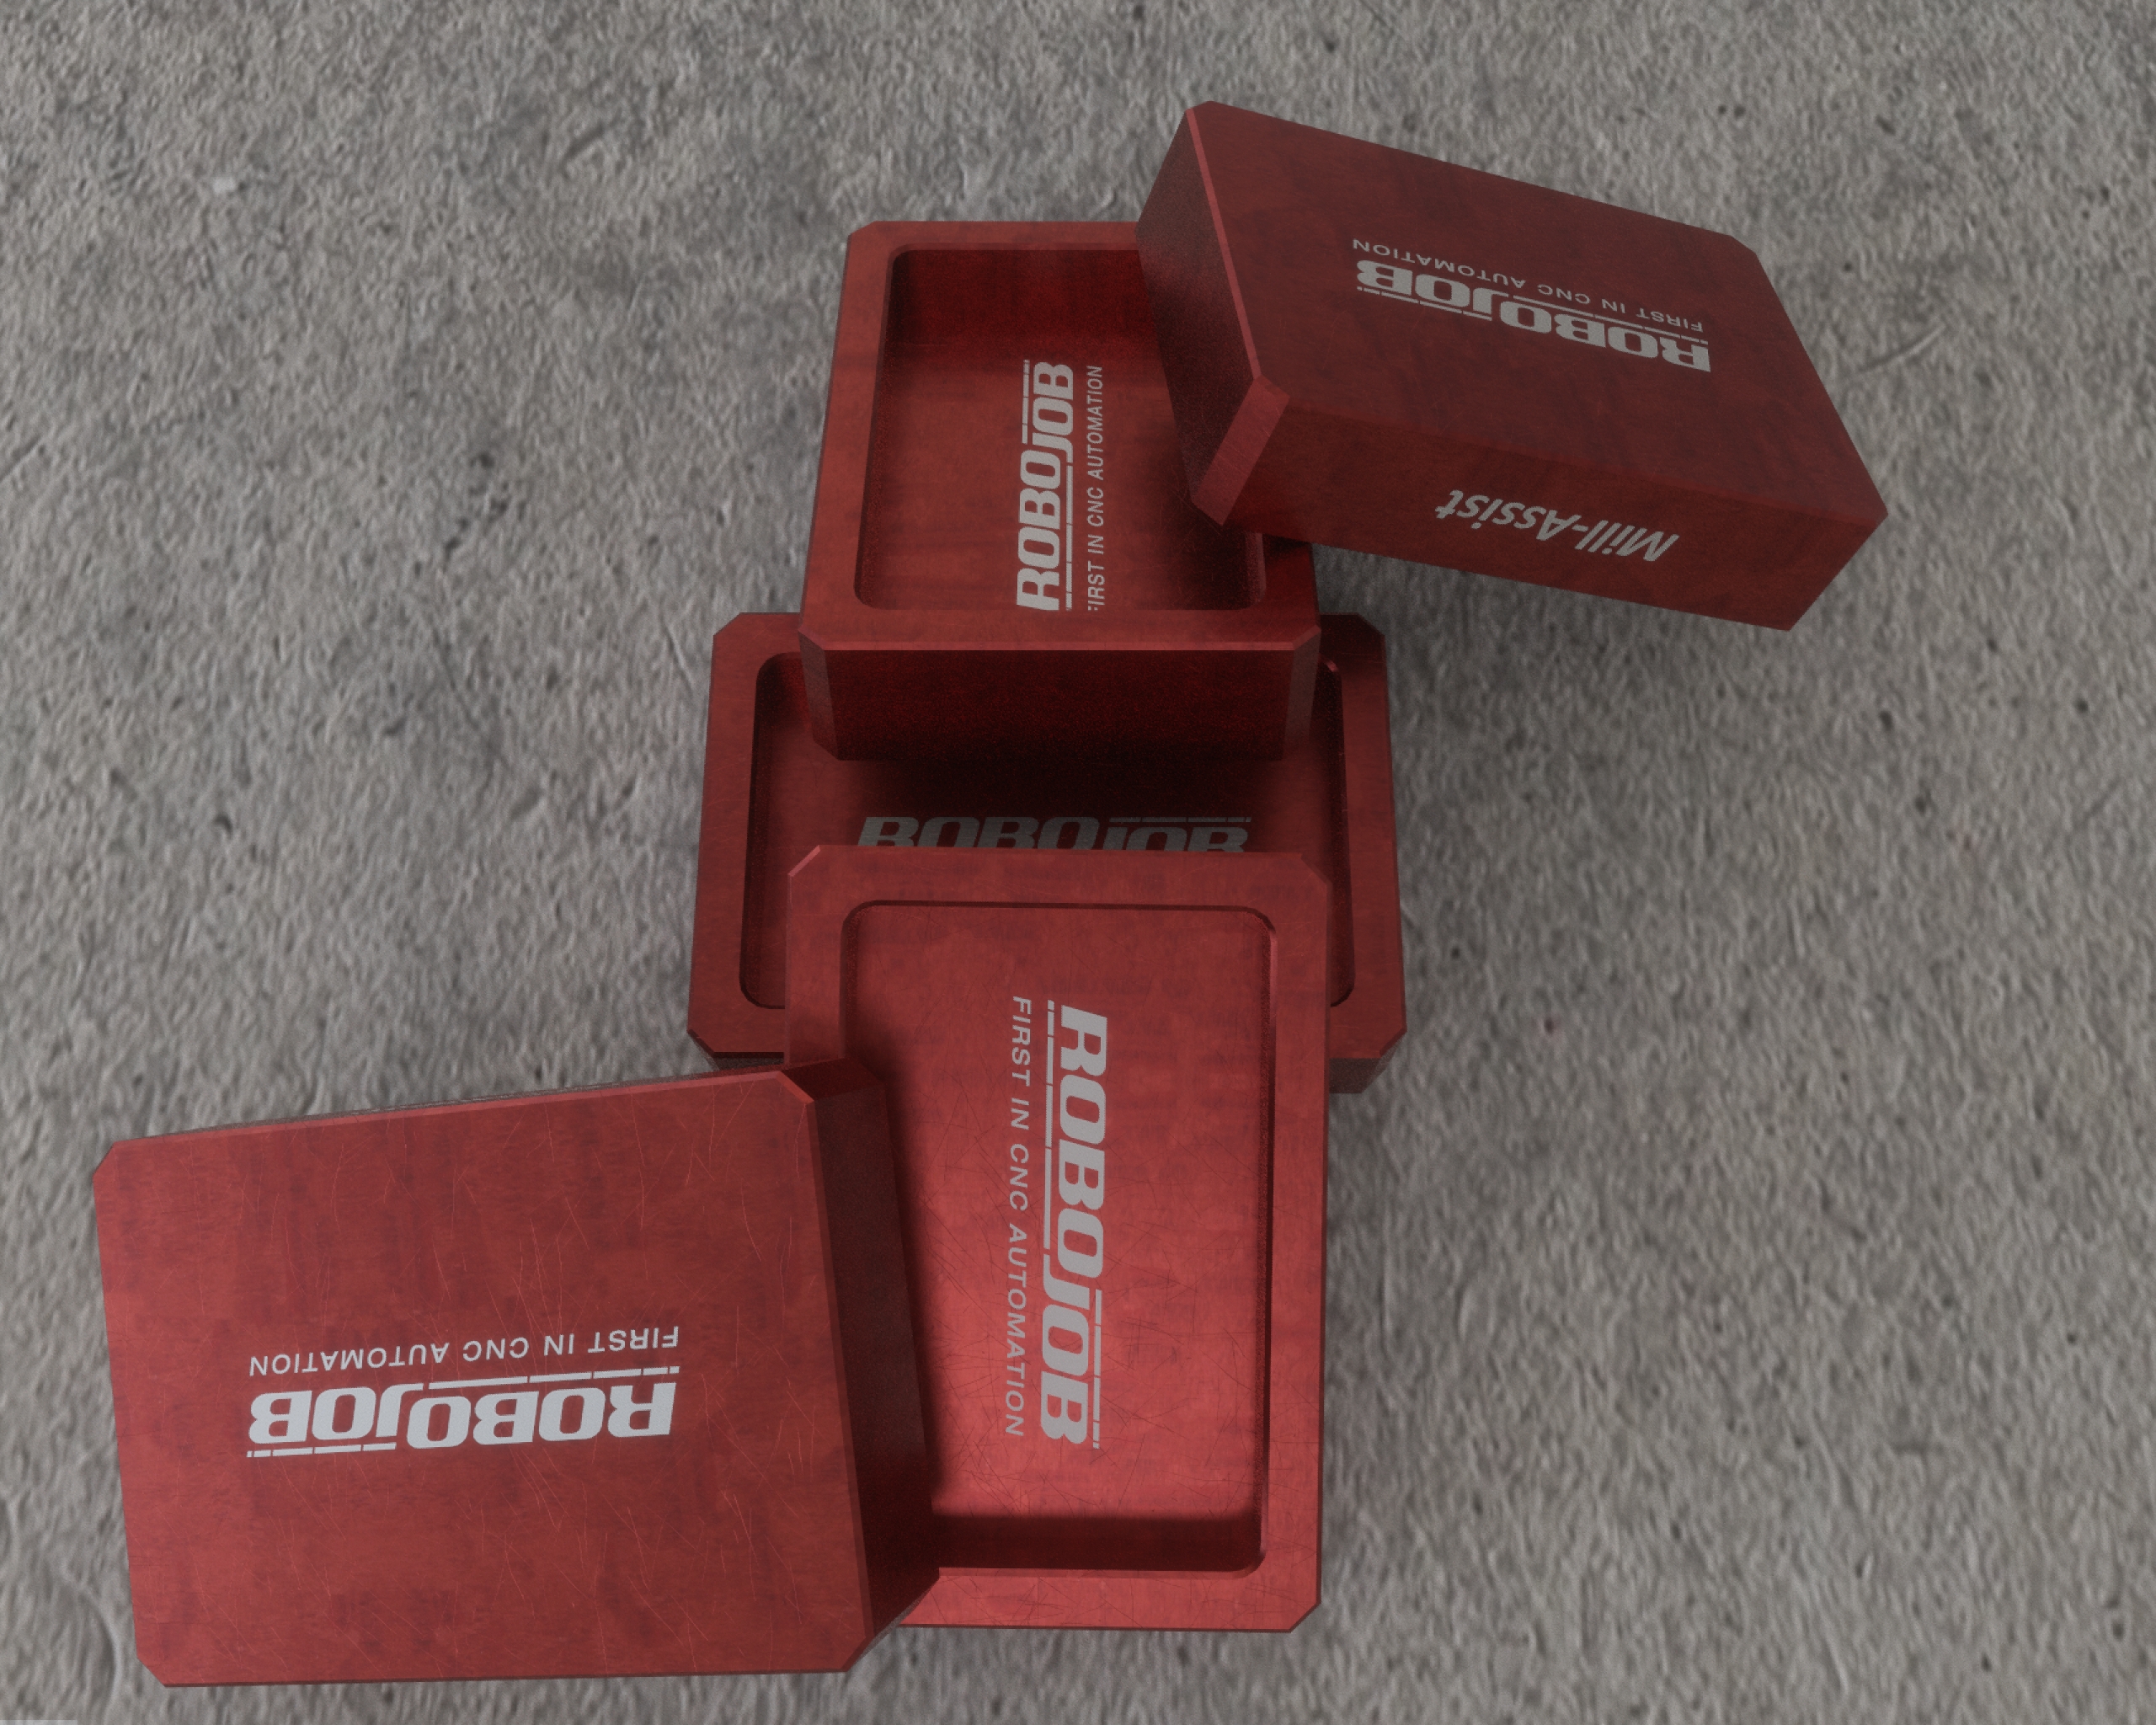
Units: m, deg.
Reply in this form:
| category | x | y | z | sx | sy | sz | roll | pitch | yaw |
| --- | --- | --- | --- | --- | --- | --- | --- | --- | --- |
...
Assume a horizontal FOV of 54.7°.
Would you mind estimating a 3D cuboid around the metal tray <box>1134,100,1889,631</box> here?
| category | x | y | z | sx | sy | sz | roll | pitch | yaw |
| --- | --- | --- | --- | --- | --- | --- | --- | --- | --- |
| metal tray | 0.082 | -0.096 | 0.404 | 0.131 | 0.030 | 0.090 | 7 | 50 | -19 |

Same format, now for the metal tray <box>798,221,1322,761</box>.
| category | x | y | z | sx | sy | sz | roll | pitch | yaw |
| --- | --- | --- | --- | --- | --- | --- | --- | --- | --- |
| metal tray | -0.003 | -0.077 | 0.410 | 0.091 | 0.030 | 0.130 | 0 | 50 | 0 |

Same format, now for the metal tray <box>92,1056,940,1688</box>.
| category | x | y | z | sx | sy | sz | roll | pitch | yaw |
| --- | --- | --- | --- | --- | --- | --- | --- | --- | --- |
| metal tray | -0.093 | 0.083 | 0.341 | 0.130 | 0.030 | 0.089 | -7 | 87 | 16 |

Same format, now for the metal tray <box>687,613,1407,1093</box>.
| category | x | y | z | sx | sy | sz | roll | pitch | yaw |
| --- | --- | --- | --- | --- | --- | --- | --- | --- | --- |
| metal tray | -0.005 | -0.002 | 0.405 | 0.131 | 0.030 | 0.090 | 0 | 70 | 0 |

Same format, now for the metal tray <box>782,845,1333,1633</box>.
| category | x | y | z | sx | sy | sz | roll | pitch | yaw |
| --- | --- | --- | --- | --- | --- | --- | --- | --- | --- |
| metal tray | -0.004 | 0.062 | 0.360 | 0.091 | 0.030 | 0.129 | 1 | 89 | 0 |
